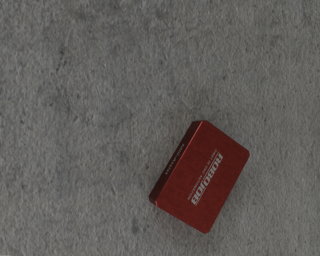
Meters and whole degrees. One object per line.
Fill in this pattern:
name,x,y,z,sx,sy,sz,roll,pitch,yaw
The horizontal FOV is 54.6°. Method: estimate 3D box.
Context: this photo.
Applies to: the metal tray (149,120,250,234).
metal tray,0.056,0.065,0.427,0.090,0.030,0.130,34,79,-17
